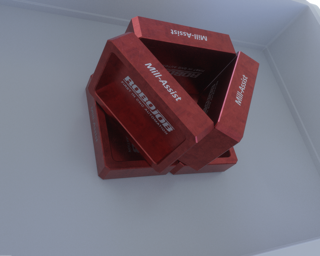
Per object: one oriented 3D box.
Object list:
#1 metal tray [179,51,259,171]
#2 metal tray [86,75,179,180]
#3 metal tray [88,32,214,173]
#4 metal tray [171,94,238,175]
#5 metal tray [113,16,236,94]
[{"bbox_3d":[0.070,-0.021,0.373,0.030,0.090,0.130,31,52,-8],"label":"metal tray"},{"bbox_3d":[-0.037,-0.005,0.385,0.091,0.030,0.130,0,61,-28],"label":"metal tray"},{"bbox_3d":[-0.016,-0.023,0.329,0.130,0.090,0.030,49,52,6],"label":"metal tray"},{"bbox_3d":[0.045,-0.004,0.427,0.091,0.030,0.130,1,60,-27],"label":"metal tray"},{"bbox_3d":[0.015,-0.082,0.380,0.131,0.090,0.030,2,62,-27],"label":"metal tray"}]
